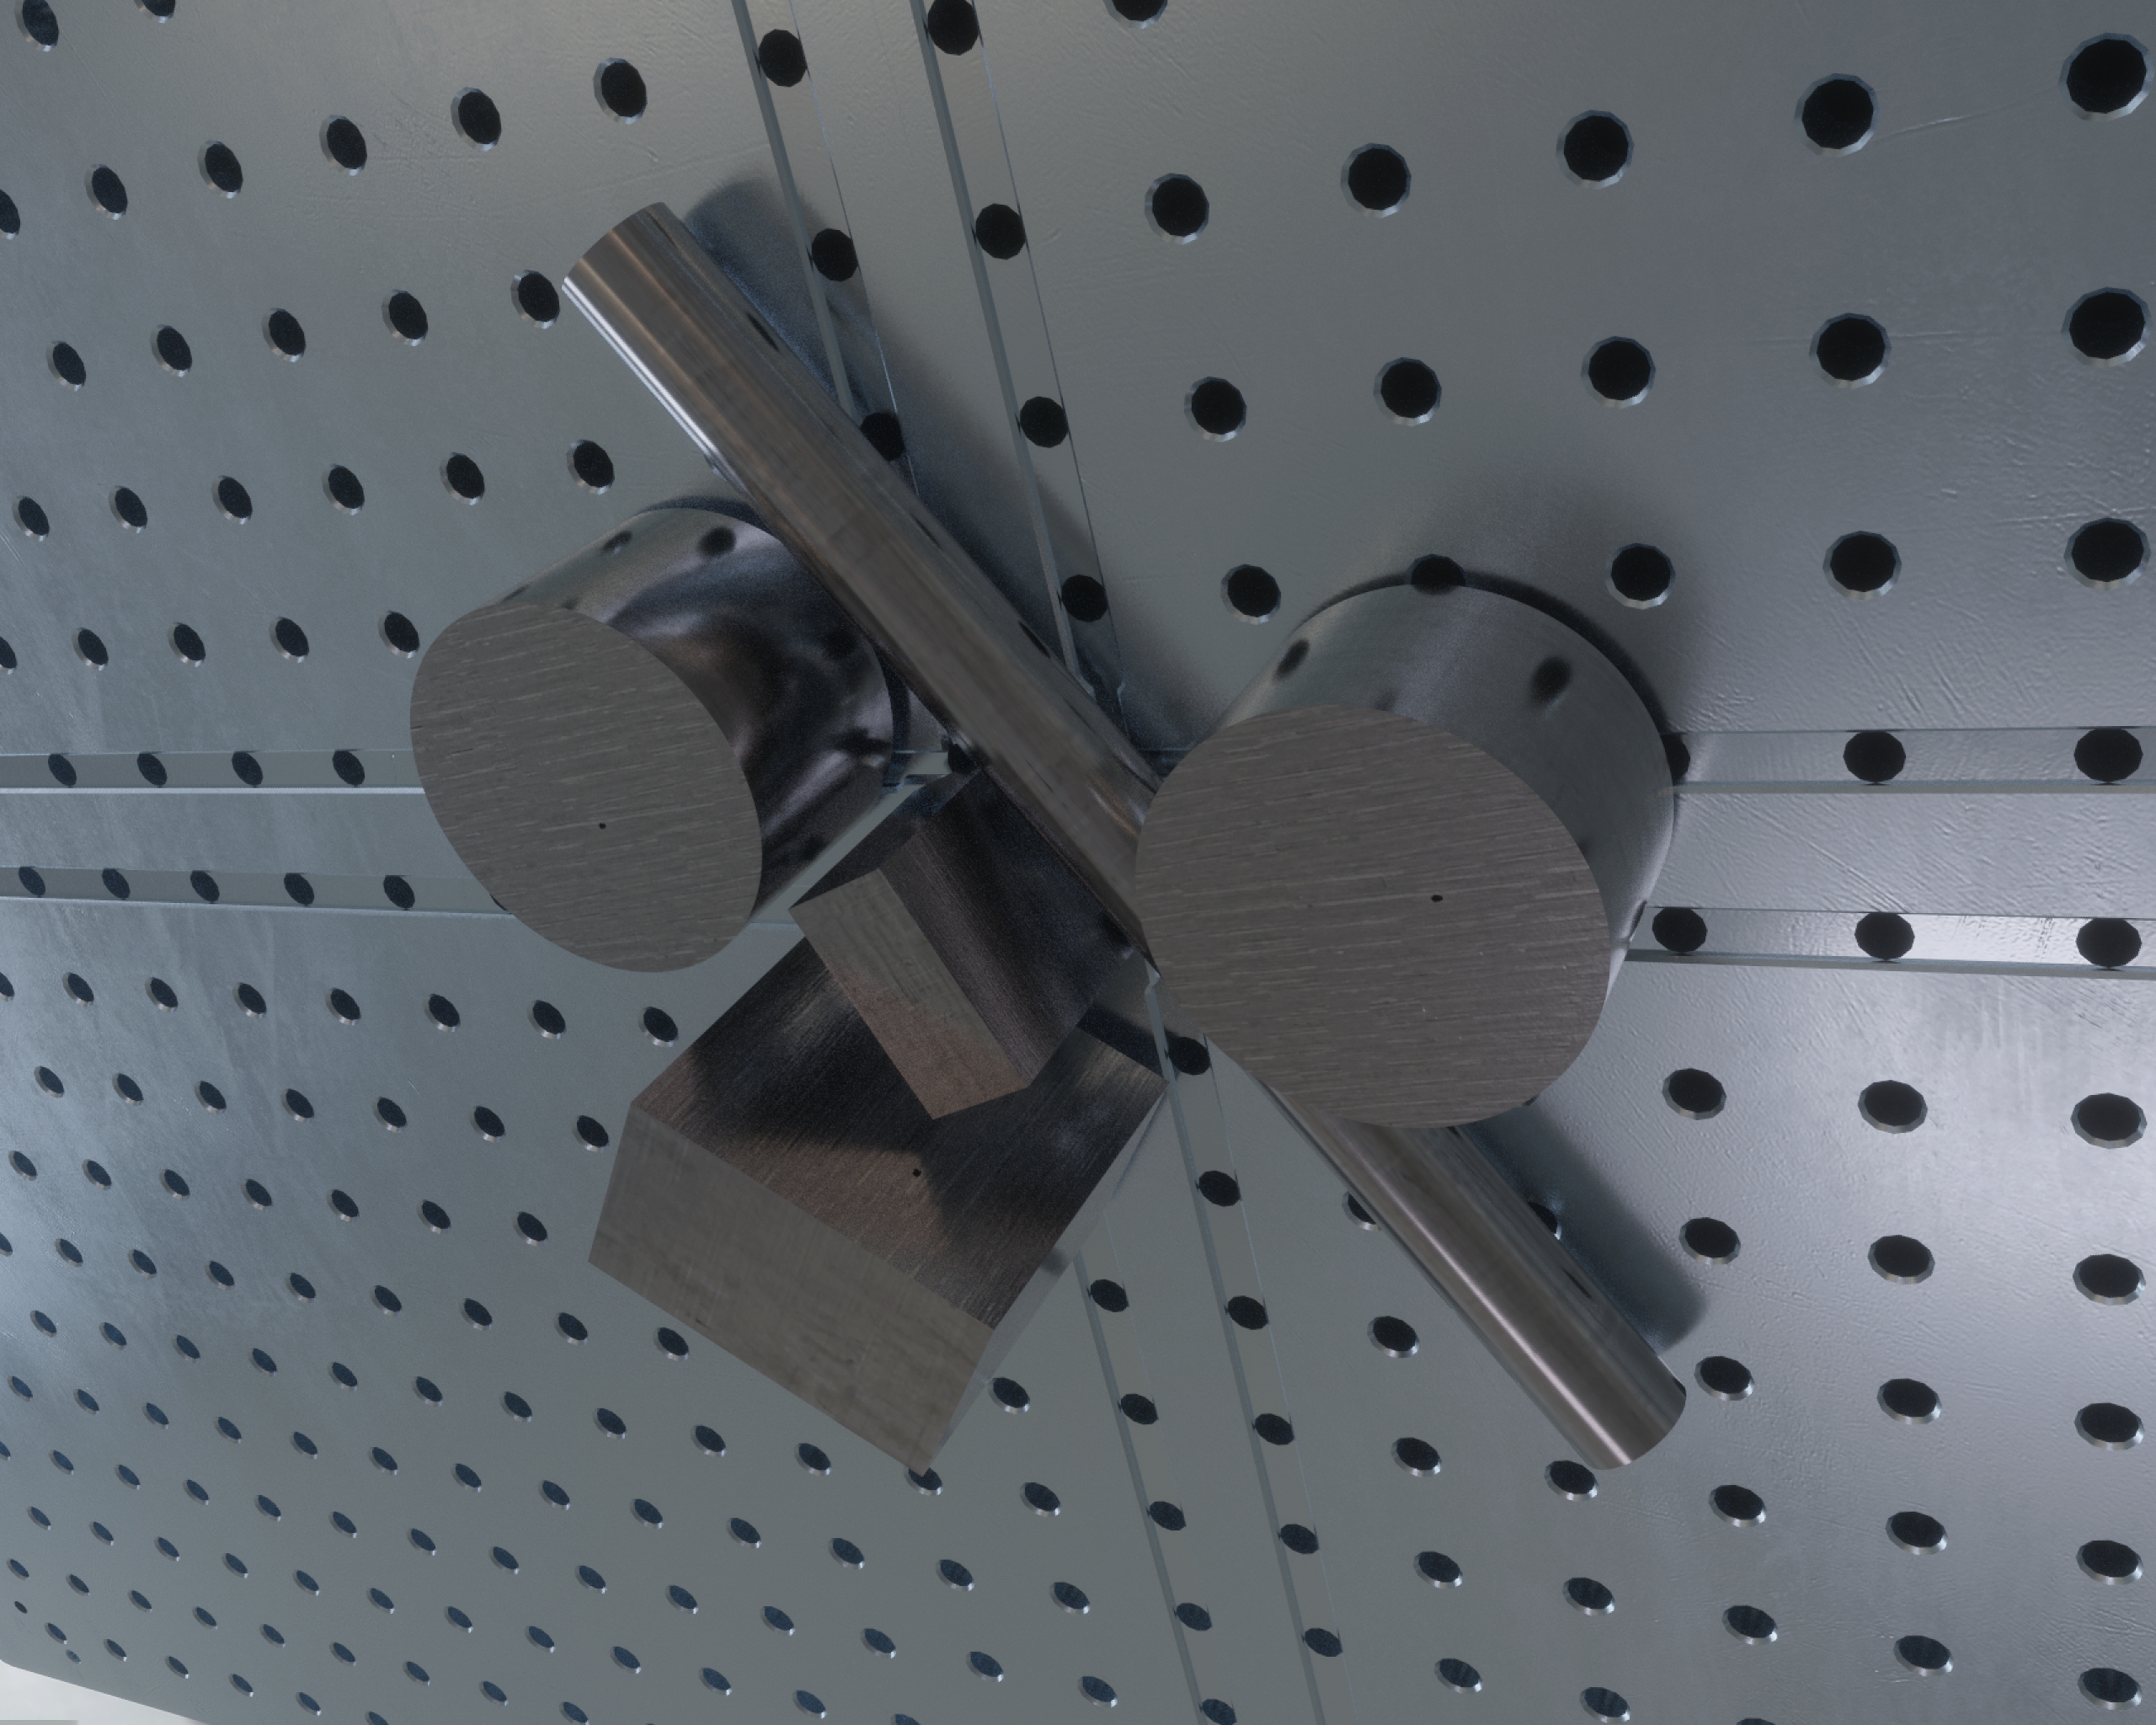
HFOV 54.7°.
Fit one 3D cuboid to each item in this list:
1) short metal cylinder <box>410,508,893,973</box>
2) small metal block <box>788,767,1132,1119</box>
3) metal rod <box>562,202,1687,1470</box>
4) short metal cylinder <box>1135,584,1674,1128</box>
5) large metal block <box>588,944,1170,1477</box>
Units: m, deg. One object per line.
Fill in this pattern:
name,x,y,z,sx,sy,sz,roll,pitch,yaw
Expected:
short metal cylinder,-0.085,-0.025,0.419,0.080,0.050,0.079,13,124,21
small metal block,-0.021,0.013,0.409,0.025,0.050,0.050,-23,106,36
metal rod,0.013,0.000,0.399,0.300,0.025,0.025,49,129,-7
short metal cylinder,0.057,-0.001,0.359,0.080,0.050,0.079,13,124,21
large metal block,-0.040,0.063,0.430,0.080,0.080,0.050,30,129,9
